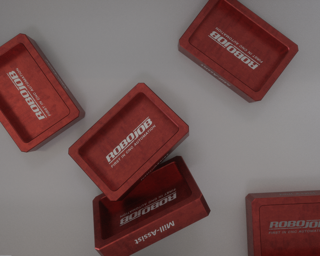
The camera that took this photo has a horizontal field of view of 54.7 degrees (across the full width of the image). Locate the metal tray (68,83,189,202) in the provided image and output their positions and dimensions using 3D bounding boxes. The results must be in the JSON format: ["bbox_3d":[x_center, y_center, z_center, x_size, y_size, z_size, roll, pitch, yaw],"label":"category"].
[{"bbox_3d":[-0.038,0.017,0.394,0.130,0.030,0.090,-44,78,-4],"label":"metal tray"}]

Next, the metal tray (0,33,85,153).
[{"bbox_3d":[-0.173,-0.045,0.407,0.090,0.030,0.130,-35,90,0],"label":"metal tray"}]

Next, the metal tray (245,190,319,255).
[{"bbox_3d":[0.184,0.132,0.410,0.131,0.030,0.089,-3,90,0],"label":"metal tray"}]

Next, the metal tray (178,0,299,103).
[{"bbox_3d":[0.101,-0.106,0.409,0.130,0.030,0.090,37,90,0],"label":"metal tray"}]

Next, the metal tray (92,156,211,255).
[{"bbox_3d":[-0.016,0.094,0.377,0.130,0.090,0.030,-27,119,0],"label":"metal tray"}]
